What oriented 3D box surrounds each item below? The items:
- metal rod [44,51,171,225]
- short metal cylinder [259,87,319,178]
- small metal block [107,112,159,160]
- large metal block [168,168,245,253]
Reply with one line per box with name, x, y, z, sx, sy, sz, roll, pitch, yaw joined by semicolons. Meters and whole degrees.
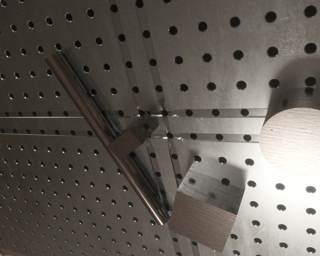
metal rod;-0.071;0.024;0.461;0.025;0.025;0.299;-22;107;36
short metal cylinder;0.148;0.004;0.320;0.080;0.050;0.079;13;124;20
small metal block;-0.036;0.011;0.419;0.050;0.050;0.025;-35;99;38
large metal block;0.063;0.115;0.432;0.080;0.050;0.079;20;126;16
